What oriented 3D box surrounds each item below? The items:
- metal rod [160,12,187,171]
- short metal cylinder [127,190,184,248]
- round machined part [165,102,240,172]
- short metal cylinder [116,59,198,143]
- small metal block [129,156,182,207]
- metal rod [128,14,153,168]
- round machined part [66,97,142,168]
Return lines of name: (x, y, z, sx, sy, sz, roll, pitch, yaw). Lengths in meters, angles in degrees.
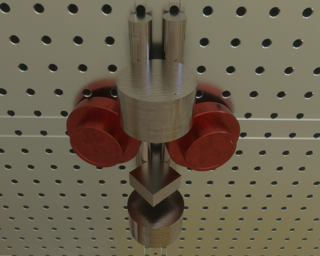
metal rod: (0.013, 0.000, 0.411, 0.025, 0.025, 0.298, 0, 130, -1)
short metal cylinder: (-0.006, 0.126, 0.454, 0.081, 0.080, 0.050, 1, 130, -1)
round machined part: (0.058, 0.018, 0.399, 0.099, 0.042, 0.097, -10, 132, -11)
short metal cylinder: (-0.003, -0.030, 0.321, 0.081, 0.080, 0.050, 1, 130, -1)
small metal block: (-0.007, 0.072, 0.425, 0.050, 0.050, 0.025, -29, 139, -32)
metal rod: (-0.022, 0.002, 0.411, 0.025, 0.025, 0.298, 0, 130, -1)
round machined part: (-0.074, 0.012, 0.394, 0.098, 0.042, 0.097, 9, 131, 10)
